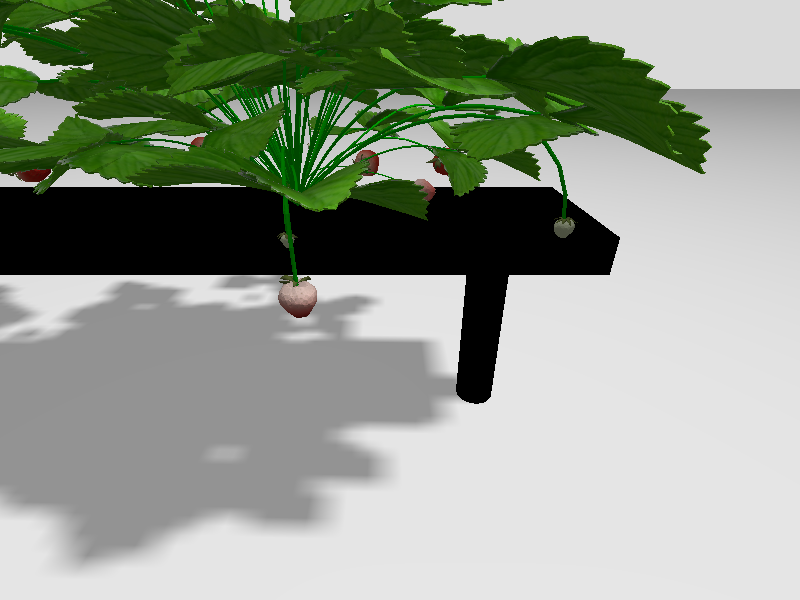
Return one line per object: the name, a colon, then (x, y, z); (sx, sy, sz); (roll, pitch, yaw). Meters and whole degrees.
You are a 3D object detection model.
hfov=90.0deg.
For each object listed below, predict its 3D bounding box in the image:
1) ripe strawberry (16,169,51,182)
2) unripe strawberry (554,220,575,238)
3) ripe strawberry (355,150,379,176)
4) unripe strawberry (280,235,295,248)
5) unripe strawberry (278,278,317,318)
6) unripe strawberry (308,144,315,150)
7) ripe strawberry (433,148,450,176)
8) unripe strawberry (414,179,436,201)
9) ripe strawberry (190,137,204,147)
ripe strawberry: (-0.388, -0.141, 0.422); (0.032, 0.033, 0.029); (-15, 33, -26)
unripe strawberry: (0.096, -0.042, 0.236); (0.011, 0.011, 0.011); (18, 34, 29)
ripe strawberry: (-0.036, -0.157, 0.457); (0.028, 0.029, 0.030); (12, 31, 20)
unripe strawberry: (-0.073, -0.038, 0.259); (0.009, 0.010, 0.010); (-5, 30, -8)
unripe strawberry: (-0.048, 0.000, 0.189); (0.018, 0.019, 0.019); (-6, 30, -11)
unripe strawberry: (-0.120, -0.206, 0.543); (0.011, 0.011, 0.011); (-4, 30, -6)
ripe strawberry: (0.055, -0.154, 0.448); (0.034, 0.029, 0.034); (6, 19, -44)
unripe strawberry: (0.021, -0.098, 0.360); (0.021, 0.021, 0.020); (3, 29, -9)
ripe strawberry: (-0.241, -0.182, 0.493); (0.036, 0.038, 0.039); (-24, 37, -35)
